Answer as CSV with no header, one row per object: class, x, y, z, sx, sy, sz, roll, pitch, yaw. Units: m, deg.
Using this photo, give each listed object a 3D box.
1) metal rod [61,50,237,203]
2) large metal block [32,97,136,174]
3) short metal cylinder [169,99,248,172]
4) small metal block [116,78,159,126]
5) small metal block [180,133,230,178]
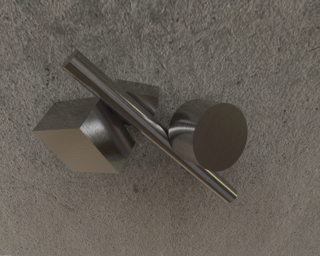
metal rod,0.006,0.015,0.389,0.025,0.025,0.300,-34,123,25
large metal block,-0.090,0.011,0.379,0.080,0.050,0.080,-3,136,33
short metal cylinder,0.058,0.007,0.373,0.081,0.050,0.079,-6,103,-29
small metal block,-0.031,-0.029,0.384,0.050,0.025,0.050,9,130,-9
small metal block,0.063,0.040,0.445,0.050,0.025,0.050,19,128,-16
